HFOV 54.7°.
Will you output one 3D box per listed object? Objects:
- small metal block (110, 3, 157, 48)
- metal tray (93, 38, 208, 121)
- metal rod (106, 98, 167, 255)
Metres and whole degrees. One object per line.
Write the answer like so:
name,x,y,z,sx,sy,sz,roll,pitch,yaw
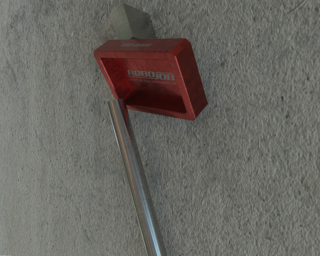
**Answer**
small metal block,-0.033,-0.131,0.414,0.025,0.050,0.050,-26,74,37
metal tray,-0.013,-0.061,0.377,0.130,0.030,0.090,12,137,39
metal rod,-0.019,0.108,0.399,0.025,0.025,0.298,-19,84,38
